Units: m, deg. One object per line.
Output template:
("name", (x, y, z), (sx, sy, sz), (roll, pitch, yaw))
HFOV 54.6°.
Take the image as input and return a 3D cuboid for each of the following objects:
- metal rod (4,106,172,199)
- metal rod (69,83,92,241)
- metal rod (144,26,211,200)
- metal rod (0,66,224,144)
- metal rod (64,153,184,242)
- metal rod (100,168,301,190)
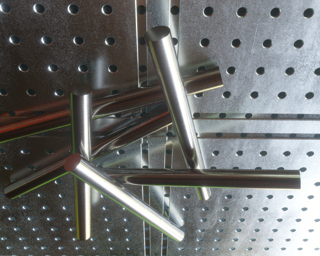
("metal rod", (-0.111, 0.041, 0.445), (0.300, 0.025, 0.025), (-25, 126, 20))
("metal rod", (-0.109, 0.069, 0.435), (0.025, 0.025, 0.298), (6, 130, -6))
("metal rod", (0.034, 0.009, 0.395), (0.025, 0.025, 0.299), (-11, 137, 9))
("metal rod", (-0.073, -0.026, 0.388), (0.301, 0.025, 0.025), (-13, 129, 11))
("metal rod", (-0.035, 0.121, 0.478), (0.025, 0.025, 0.300), (-22, 138, 18))
("metal rod", (0.028, 0.068, 0.427), (0.301, 0.025, 0.025), (-2, 132, 18))
